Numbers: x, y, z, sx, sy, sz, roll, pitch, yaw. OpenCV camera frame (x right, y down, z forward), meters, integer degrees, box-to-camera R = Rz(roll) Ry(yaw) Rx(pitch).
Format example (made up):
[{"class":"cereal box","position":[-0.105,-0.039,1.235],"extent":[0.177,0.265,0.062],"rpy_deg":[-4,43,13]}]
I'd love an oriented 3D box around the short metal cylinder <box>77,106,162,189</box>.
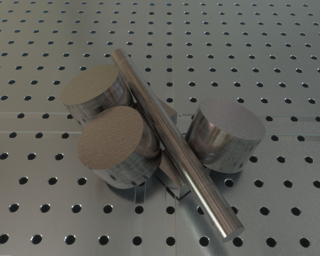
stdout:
[{"class":"short metal cylinder","position":[-0.045,0.022,0.350],"extent":[0.080,0.050,0.080],"rpy_deg":[-13,52,18]}]

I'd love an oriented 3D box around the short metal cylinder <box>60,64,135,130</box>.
[{"class":"short metal cylinder","position":[-0.079,-0.038,0.400],"extent":[0.080,0.050,0.080],"rpy_deg":[-16,40,14]}]

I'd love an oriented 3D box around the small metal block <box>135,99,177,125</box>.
[{"class":"small metal block","position":[-0.013,-0.013,0.414],"extent":[0.050,0.025,0.050],"rpy_deg":[-36,59,-26]}]

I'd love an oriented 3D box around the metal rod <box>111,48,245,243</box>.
[{"class":"metal rod","position":[0.003,-0.004,0.373],"extent":[0.025,0.025,0.300],"rpy_deg":[-20,53,-16]}]

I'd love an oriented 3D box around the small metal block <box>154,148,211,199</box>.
[{"class":"small metal block","position":[0.025,0.046,0.365],"extent":[0.050,0.025,0.050],"rpy_deg":[-33,58,-25]}]

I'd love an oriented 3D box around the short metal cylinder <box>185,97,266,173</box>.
[{"class":"short metal cylinder","position":[0.075,0.007,0.364],"extent":[0.081,0.050,0.080],"rpy_deg":[15,33,-10]}]
